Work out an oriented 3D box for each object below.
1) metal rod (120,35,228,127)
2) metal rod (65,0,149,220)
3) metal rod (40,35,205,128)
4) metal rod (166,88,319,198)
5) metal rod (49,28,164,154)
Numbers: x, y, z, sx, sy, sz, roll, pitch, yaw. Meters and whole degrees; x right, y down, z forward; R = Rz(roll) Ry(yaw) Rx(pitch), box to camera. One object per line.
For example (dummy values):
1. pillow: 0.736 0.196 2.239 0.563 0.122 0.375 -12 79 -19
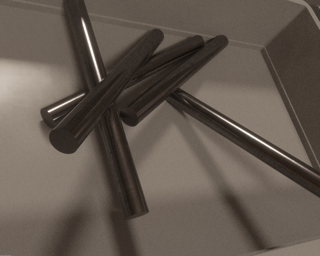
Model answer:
1. metal rod: 0.039 -0.085 0.456 0.025 0.025 0.302 44 43 2
2. metal rod: -0.070 -0.044 0.362 0.025 0.025 0.299 -6 64 -31
3. metal rod: -0.030 -0.079 0.439 0.025 0.025 0.302 49 51 6
4. metal rod: 0.125 0.026 0.381 0.300 0.025 0.025 35 46 27
5. metal rod: -0.042 -0.068 0.372 0.025 0.025 0.301 34 35 -7
